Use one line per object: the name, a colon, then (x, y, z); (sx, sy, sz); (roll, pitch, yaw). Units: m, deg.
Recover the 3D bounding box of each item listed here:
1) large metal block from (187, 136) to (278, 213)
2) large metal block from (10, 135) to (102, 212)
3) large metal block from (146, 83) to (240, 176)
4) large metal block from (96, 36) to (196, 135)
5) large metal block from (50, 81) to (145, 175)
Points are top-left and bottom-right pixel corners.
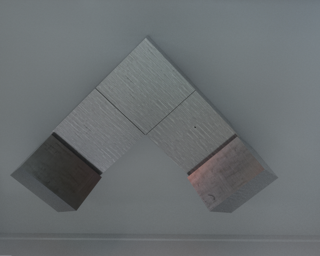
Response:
large metal block: (0.095, 0.064, 0.398); (0.080, 0.050, 0.080); (-42, 148, 14)
large metal block: (-0.134, 0.061, 0.394); (0.080, 0.050, 0.080); (44, 147, -15)
large metal block: (0.040, 0.001, 0.397); (0.080, 0.050, 0.080); (-42, 105, 14)
large metal block: (-0.016, -0.053, 0.376); (0.080, 0.050, 0.080); (-42, 105, 14)
large metal block: (-0.075, -0.001, 0.395); (0.080, 0.050, 0.080); (-42, 105, 14)
